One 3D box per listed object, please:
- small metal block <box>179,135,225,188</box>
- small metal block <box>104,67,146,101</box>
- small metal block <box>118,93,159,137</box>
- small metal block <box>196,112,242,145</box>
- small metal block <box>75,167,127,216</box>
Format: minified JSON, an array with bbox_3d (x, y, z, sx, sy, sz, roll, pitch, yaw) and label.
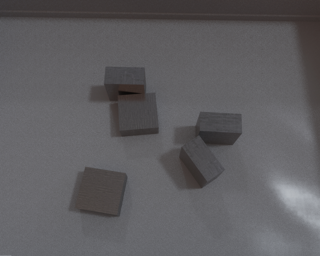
[{"bbox_3d":[0.050,0.043,0.381,0.025,0.050,0.050,-32,74,-11],"label":"small metal block"},{"bbox_3d":[-0.045,-0.058,0.417,0.050,0.050,0.025,1,70,0],"label":"small metal block"},{"bbox_3d":[-0.029,-0.018,0.416,0.050,0.025,0.050,-5,70,-2],"label":"small metal block"},{"bbox_3d":[0.073,0.001,0.397,0.050,0.050,0.025,3,70,1],"label":"small metal block"},{"bbox_3d":[-0.071,0.078,0.380,0.050,0.025,0.050,9,70,3],"label":"small metal block"}]
